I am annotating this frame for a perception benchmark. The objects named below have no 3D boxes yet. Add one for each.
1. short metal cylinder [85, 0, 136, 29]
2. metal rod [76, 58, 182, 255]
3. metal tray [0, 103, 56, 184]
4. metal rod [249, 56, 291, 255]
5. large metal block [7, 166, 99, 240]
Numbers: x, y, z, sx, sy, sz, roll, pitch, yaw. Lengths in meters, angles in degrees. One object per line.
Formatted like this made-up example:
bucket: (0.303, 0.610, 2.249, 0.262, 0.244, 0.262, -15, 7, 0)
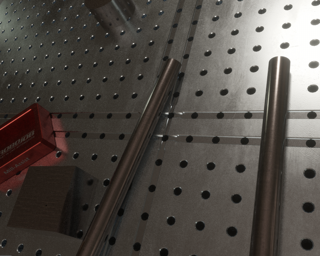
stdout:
short metal cylinder: (-0.093, -0.234, 0.583, 0.080, 0.050, 0.080, -13, 56, 20)
metal rod: (-0.035, 0.036, 0.403, 0.025, 0.025, 0.300, 10, 67, 32)
metal tray: (-0.240, 0.027, 0.510, 0.130, 0.030, 0.090, -31, 52, 7)
metal rod: (0.112, 0.052, 0.317, 0.025, 0.025, 0.300, 0, 62, 28)
large metal block: (-0.137, 0.096, 0.403, 0.080, 0.050, 0.080, -4, 60, 26)
